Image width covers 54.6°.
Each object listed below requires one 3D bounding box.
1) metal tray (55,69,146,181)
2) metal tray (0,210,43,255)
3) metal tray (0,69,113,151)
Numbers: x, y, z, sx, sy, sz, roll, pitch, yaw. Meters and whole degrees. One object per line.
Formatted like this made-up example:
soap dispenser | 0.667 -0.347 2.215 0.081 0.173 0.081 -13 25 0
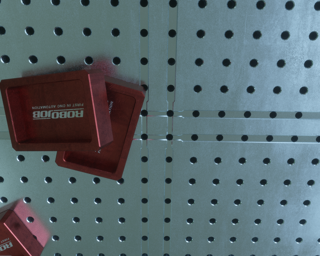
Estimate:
metal tray | -0.079 -0.002 0.409 0.090 0.030 0.129 16 109 -6
metal tray | -0.263 0.191 0.479 0.130 0.030 0.090 -25 108 9
metal tray | -0.125 -0.019 0.371 0.130 0.030 0.089 -2 102 22
